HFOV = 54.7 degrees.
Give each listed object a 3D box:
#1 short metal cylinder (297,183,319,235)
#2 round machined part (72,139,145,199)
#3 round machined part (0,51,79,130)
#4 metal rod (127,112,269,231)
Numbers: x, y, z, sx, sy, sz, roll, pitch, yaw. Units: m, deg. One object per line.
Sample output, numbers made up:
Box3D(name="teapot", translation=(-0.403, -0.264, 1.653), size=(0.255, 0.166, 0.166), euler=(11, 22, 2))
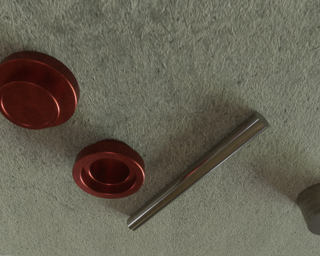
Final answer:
Box3D(name="short metal cylinder", translation=(0.275, 0.133, 0.509), size=(0.081, 0.050, 0.079), euler=(0, 130, 0))
Box3D(name="round machined part", translation=(-0.071, 0.054, 0.441), size=(0.099, 0.042, 0.097), euler=(-1, 130, 0))
Box3D(name="round machined part", translation=(-0.148, -0.036, 0.363), size=(0.099, 0.042, 0.097), euler=(-1, 130, 0))
Box3D(name="metal rod", translation=(0.042, 0.080, 0.476), size=(0.025, 0.025, 0.299), euler=(30, 124, -23))
